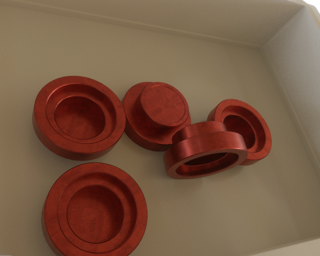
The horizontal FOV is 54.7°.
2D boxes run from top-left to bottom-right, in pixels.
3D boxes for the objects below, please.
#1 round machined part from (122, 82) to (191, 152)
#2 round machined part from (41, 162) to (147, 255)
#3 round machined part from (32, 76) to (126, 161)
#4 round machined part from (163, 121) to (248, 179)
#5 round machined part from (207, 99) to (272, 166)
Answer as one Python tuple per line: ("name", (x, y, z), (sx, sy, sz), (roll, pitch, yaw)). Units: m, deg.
("round machined part", (-0.001, -0.022, 0.409), (0.099, 0.042, 0.098), (14, 56, -21))
("round machined part", (-0.066, 0.087, 0.307), (0.099, 0.042, 0.098), (14, 56, -21))
("round machined part", (-0.092, -0.007, 0.351), (0.099, 0.042, 0.098), (14, 56, -21))
("round machined part", (0.051, 0.025, 0.373), (0.099, 0.097, 0.042), (2, 61, -28))
("round machined part", (0.109, 0.010, 0.450), (0.099, 0.042, 0.098), (14, 56, -21))
